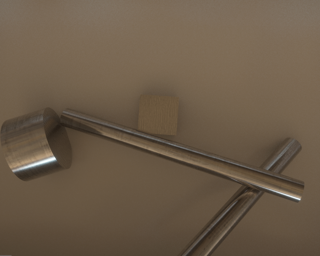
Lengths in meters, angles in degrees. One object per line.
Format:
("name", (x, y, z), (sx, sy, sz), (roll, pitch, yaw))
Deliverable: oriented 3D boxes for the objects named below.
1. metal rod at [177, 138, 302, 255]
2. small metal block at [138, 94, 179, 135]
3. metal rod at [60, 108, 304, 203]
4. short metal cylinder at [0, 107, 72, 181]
("metal rod", (0.072, 0.106, 0.349), (0.302, 0.025, 0.025), (-38, 90, -27))
("small metal block", (-0.002, -0.017, 0.411), (0.050, 0.025, 0.050), (4, 90, -1))
("metal rod", (0.015, 0.028, 0.377), (0.301, 0.025, 0.025), (17, 90, 13))
("short metal cylinder", (-0.149, 0.020, 0.382), (0.050, 0.080, 0.080), (-18, 90, 0))
